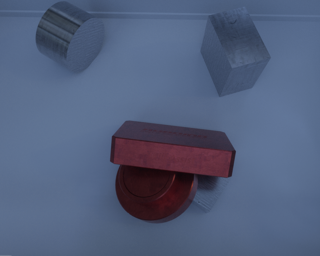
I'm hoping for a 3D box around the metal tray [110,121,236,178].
[{"bbox_3d":[0.015,0.021,0.366,0.131,0.090,0.030,7,103,2],"label":"metal tray"}]

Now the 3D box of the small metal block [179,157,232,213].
[{"bbox_3d":[0.052,0.069,0.385,0.050,0.025,0.050,34,73,11],"label":"small metal block"}]

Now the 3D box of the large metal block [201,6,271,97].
[{"bbox_3d":[0.097,-0.100,0.418,0.050,0.080,0.080,-16,71,-6],"label":"large metal block"}]

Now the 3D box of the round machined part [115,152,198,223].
[{"bbox_3d":[-0.009,0.058,0.362,0.098,0.042,0.098,-9,61,17],"label":"round machined part"}]

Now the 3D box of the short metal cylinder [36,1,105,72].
[{"bbox_3d":[-0.121,-0.124,0.424,0.050,0.080,0.080,31,73,10],"label":"short metal cylinder"}]
